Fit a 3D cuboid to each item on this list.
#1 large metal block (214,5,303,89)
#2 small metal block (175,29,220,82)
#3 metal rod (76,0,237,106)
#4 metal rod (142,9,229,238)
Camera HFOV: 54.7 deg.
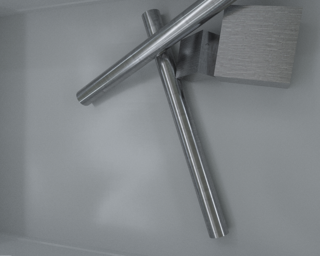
[{"bbox_3d":[0.112,-0.092,0.357,0.080,0.050,0.079,10,93,19],"label":"large metal block"},{"bbox_3d":[0.045,-0.085,0.377,0.050,0.025,0.050,1,82,63],"label":"small metal block"},{"bbox_3d":[0.003,-0.106,0.375,0.299,0.025,0.025,-29,81,30],"label":"metal rod"},{"bbox_3d":[0.030,-0.010,0.399,0.025,0.025,0.299,-19,84,19],"label":"metal rod"}]
